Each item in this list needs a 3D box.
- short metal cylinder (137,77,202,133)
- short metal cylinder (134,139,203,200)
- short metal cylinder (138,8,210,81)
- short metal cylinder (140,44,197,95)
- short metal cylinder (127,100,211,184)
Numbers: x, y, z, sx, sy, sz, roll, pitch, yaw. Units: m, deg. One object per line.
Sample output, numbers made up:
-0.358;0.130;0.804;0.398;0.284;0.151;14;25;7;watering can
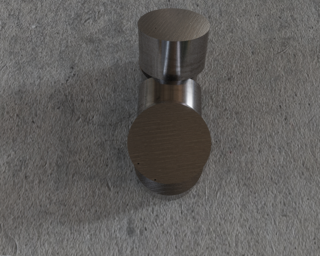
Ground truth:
0.012;-0.025;0.390;0.080;0.080;0.050;1;70;0;short metal cylinder
0.010;0.046;0.380;0.081;0.050;0.080;0;70;0;short metal cylinder
0.015;-0.099;0.364;0.081;0.050;0.080;1;45;-1;short metal cylinder
0.013;-0.081;0.426;0.081;0.050;0.080;0;70;0;short metal cylinder
0.009;0.012;0.321;0.080;0.050;0.079;0;98;1;short metal cylinder
